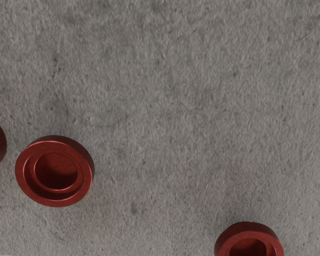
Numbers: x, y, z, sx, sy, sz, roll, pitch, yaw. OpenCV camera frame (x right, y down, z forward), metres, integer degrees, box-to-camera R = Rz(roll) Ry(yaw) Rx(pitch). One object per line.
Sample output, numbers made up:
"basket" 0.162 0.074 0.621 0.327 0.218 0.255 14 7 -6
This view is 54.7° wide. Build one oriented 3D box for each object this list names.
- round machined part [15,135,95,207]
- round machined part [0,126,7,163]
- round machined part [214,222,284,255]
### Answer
"round machined part" -0.138 0.054 0.419 0.099 0.042 0.097 0 110 -1
"round machined part" -0.260 0.024 0.406 0.099 0.042 0.097 0 110 -1
"round machined part" 0.131 0.183 0.470 0.099 0.042 0.097 0 110 -1
